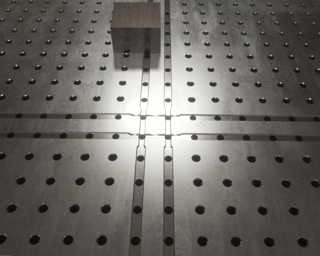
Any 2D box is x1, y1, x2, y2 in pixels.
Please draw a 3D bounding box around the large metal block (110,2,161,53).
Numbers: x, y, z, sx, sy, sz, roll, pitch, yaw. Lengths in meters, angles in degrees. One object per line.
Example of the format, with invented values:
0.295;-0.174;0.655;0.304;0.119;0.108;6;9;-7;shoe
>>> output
-0.039;-0.175;0.538;0.081;0.050;0.080;0;50;-1;large metal block
